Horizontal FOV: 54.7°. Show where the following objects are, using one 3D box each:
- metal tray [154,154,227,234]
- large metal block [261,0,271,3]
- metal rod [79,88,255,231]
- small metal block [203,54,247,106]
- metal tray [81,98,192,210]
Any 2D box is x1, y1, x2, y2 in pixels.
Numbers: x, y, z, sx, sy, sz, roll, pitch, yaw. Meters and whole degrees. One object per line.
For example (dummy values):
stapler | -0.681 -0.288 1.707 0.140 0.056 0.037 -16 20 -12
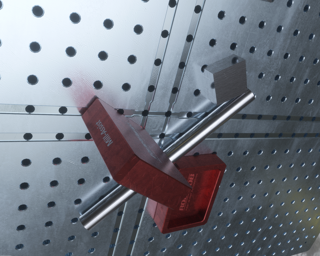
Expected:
metal tray | 0.047 0.107 0.501 0.091 0.030 0.129 -3 120 -28
large metal block | 0.088 -0.182 0.313 0.050 0.080 0.079 11 113 -33
metal rod | 0.012 0.042 0.445 0.301 0.025 0.025 -38 130 -3
small metal block | 0.089 -0.066 0.422 0.050 0.025 0.050 -25 128 -13
metal tray | -0.029 0.025 0.344 0.030 0.130 0.090 -49 129 6
